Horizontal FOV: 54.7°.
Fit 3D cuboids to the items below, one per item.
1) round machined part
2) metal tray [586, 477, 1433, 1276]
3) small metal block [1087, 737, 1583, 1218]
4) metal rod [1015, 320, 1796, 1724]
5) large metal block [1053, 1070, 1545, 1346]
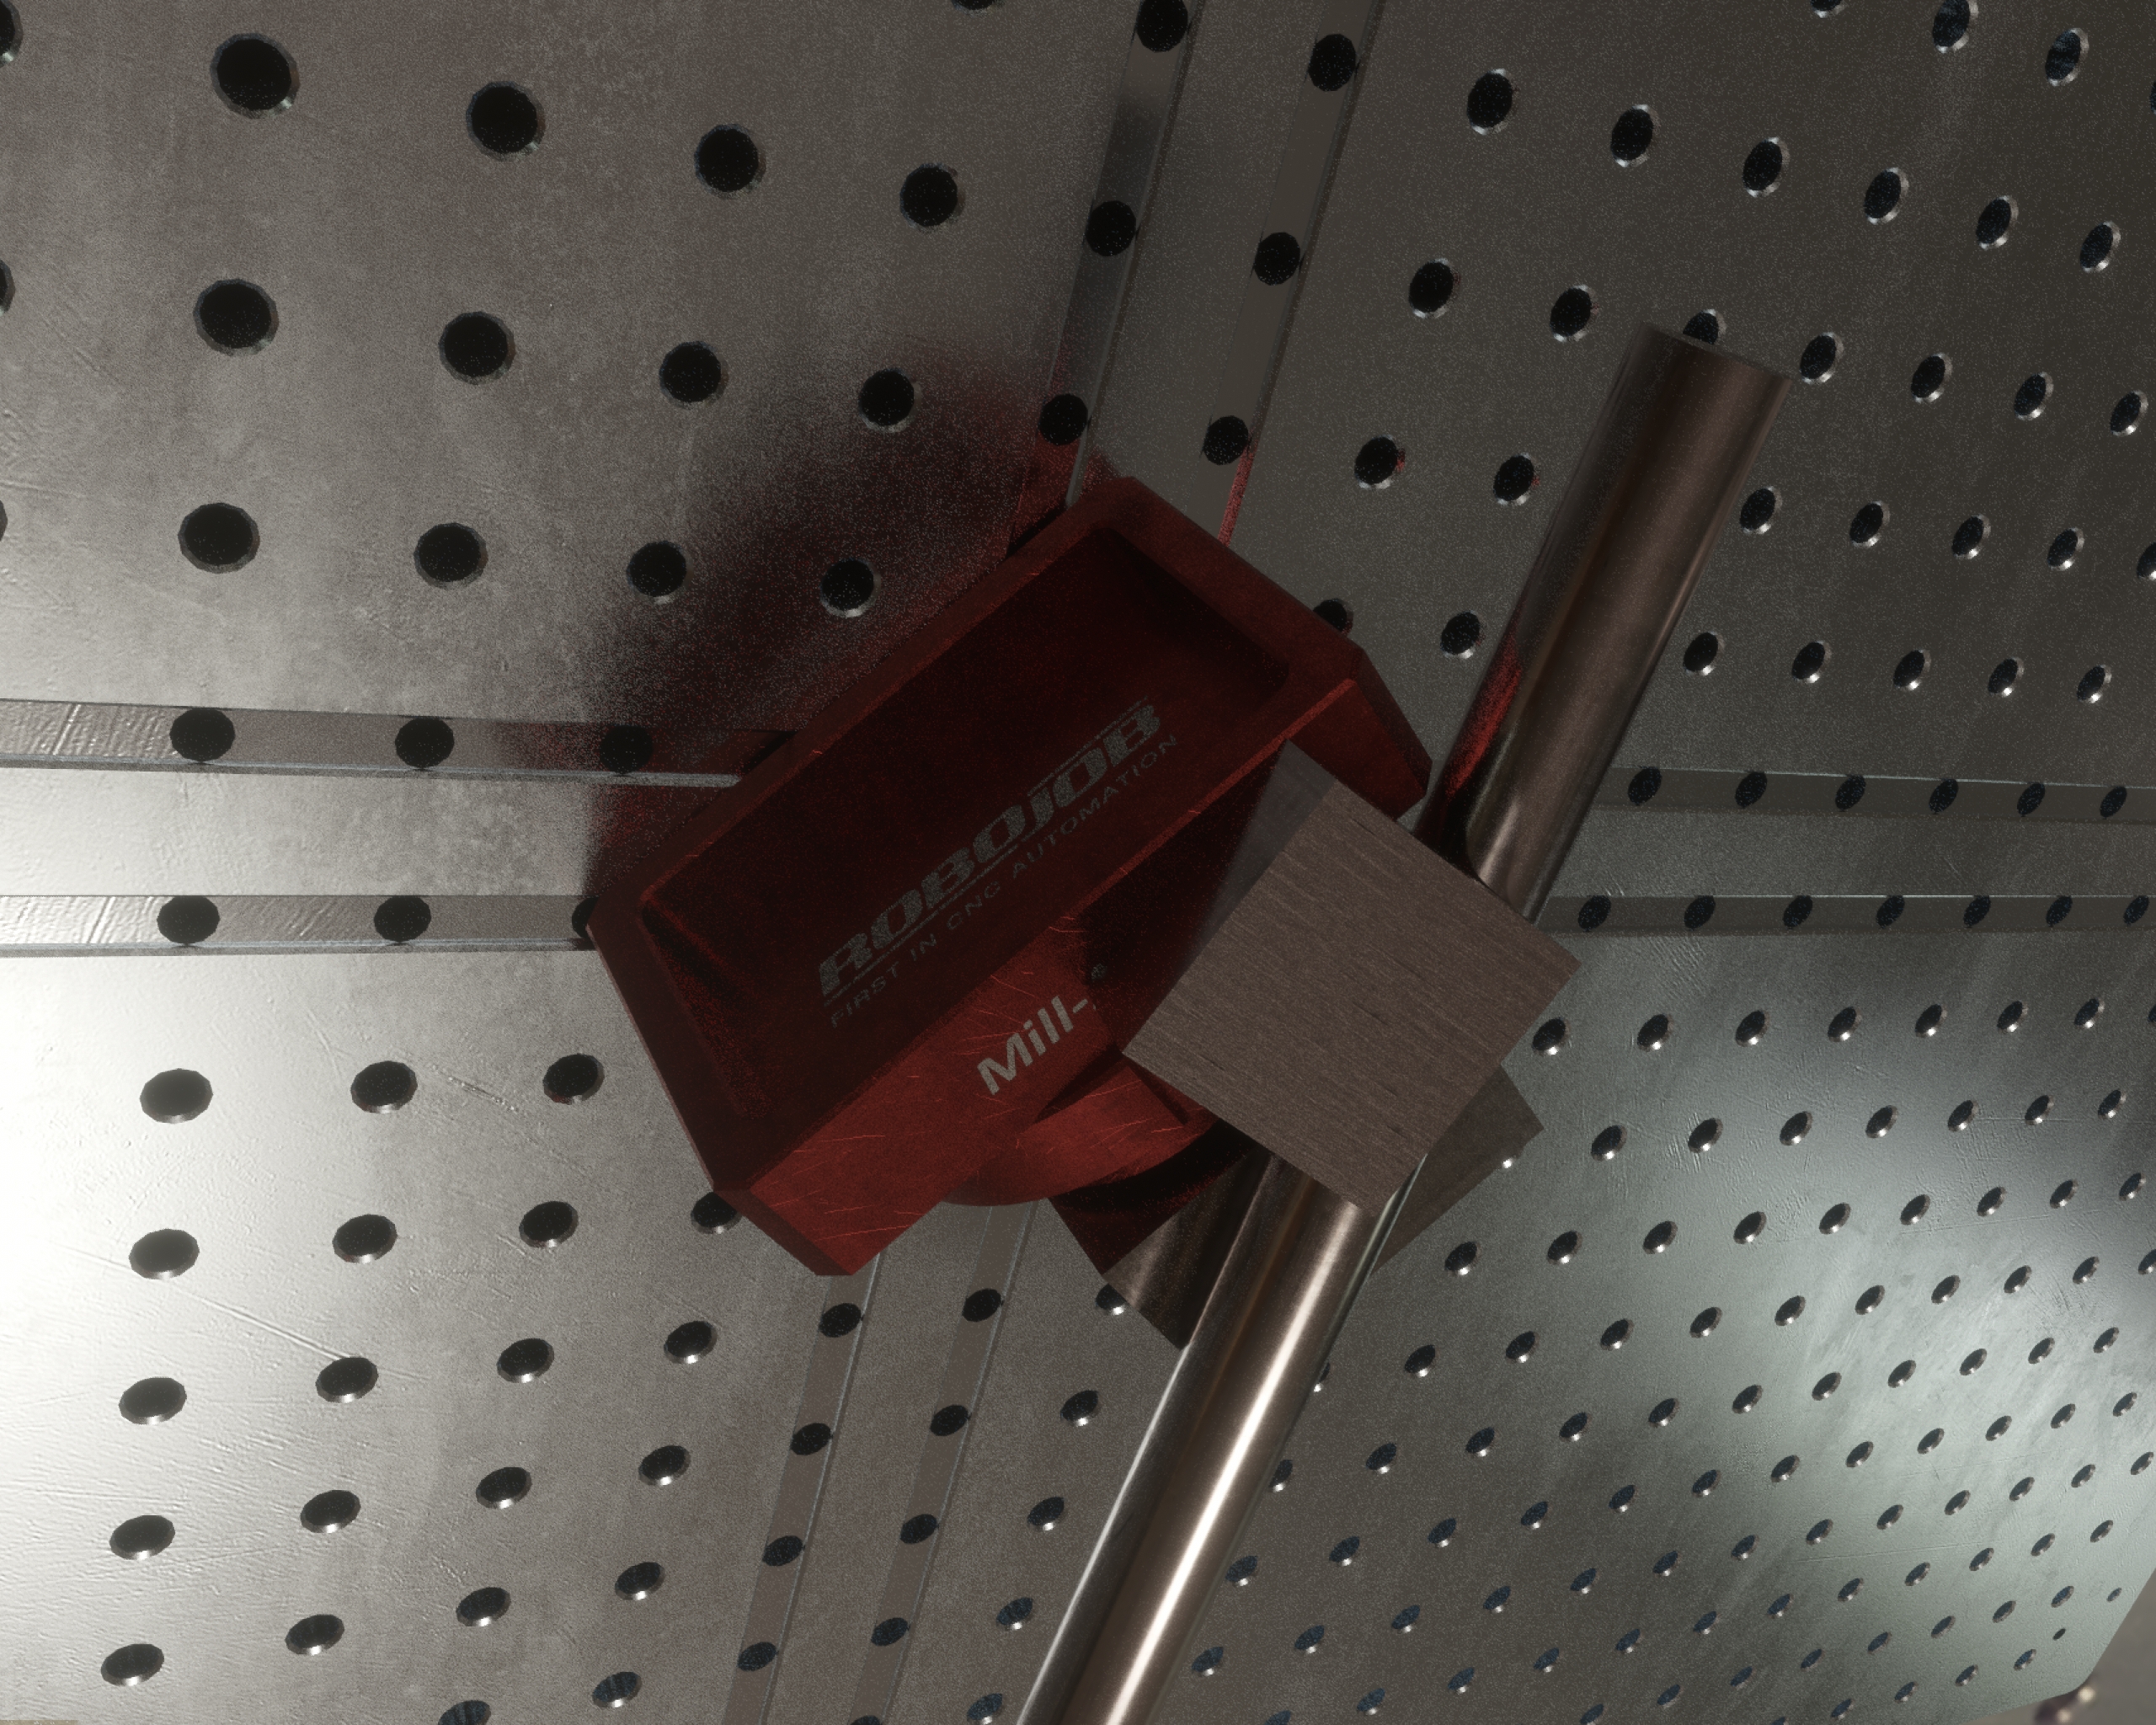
[{"bbox_3d":[-0.002,0.020,0.382,0.098,0.098,0.042,-41,130,-1],"label":"round machined part"},{"bbox_3d":[-0.016,-0.002,0.360,0.130,0.090,0.030,-40,130,-2],"label":"metal tray"},{"bbox_3d":[0.038,0.018,0.318,0.050,0.025,0.050,35,97,-20],"label":"small metal block"},{"bbox_3d":[0.047,0.053,0.367,0.025,0.025,0.298,7,115,-32],"label":"metal rod"},{"bbox_3d":[0.030,0.043,0.417,0.080,0.080,0.050,-40,130,-1],"label":"large metal block"}]
